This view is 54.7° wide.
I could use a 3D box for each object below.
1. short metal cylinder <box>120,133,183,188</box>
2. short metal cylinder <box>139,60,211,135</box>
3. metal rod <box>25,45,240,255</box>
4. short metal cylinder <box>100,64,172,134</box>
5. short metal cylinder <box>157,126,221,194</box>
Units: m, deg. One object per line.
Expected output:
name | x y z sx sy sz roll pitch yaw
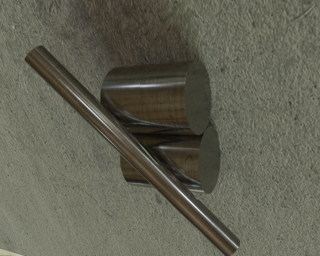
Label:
short metal cylinder | -0.007 0.037 0.400 0.050 0.080 0.080 1 119 28
short metal cylinder | 0.020 -0.032 0.343 0.050 0.080 0.080 1 119 28
metal rod | -0.026 0.028 0.336 0.300 0.025 0.025 45 129 -4
short metal cylinder | -0.025 -0.033 0.365 0.050 0.080 0.080 1 119 28
short metal cylinder | 0.037 0.037 0.376 0.050 0.080 0.080 1 119 28
